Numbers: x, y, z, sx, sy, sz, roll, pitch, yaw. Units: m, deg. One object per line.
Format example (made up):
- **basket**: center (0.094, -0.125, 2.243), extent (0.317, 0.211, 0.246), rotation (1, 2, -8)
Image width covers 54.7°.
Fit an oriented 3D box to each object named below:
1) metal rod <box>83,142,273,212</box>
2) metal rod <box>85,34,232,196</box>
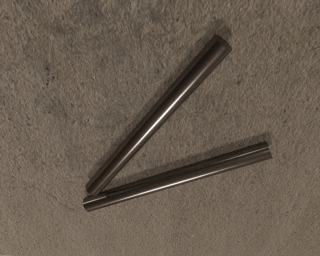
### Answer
- **metal rod**: center (0.017, 0.079, 0.474), extent (0.301, 0.025, 0.025), rotation (-19, 128, 15)
- **metal rod**: center (-0.019, 0.002, 0.408), extent (0.025, 0.025, 0.299), rotation (28, 124, -22)
